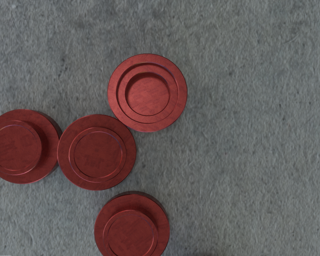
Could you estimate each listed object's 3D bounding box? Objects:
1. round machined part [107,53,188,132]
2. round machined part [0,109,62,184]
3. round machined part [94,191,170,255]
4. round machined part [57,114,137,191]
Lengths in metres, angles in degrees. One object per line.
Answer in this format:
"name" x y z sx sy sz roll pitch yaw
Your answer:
"round machined part" -0.016 -0.043 0.400 0.099 0.042 0.097 0 89 -2
"round machined part" -0.178 0.024 0.399 0.099 0.042 0.097 0 90 -1
"round machined part" -0.036 0.135 0.401 0.099 0.042 0.097 0 90 -1
"round machined part" -0.078 0.031 0.391 0.099 0.042 0.097 -1 93 -13
